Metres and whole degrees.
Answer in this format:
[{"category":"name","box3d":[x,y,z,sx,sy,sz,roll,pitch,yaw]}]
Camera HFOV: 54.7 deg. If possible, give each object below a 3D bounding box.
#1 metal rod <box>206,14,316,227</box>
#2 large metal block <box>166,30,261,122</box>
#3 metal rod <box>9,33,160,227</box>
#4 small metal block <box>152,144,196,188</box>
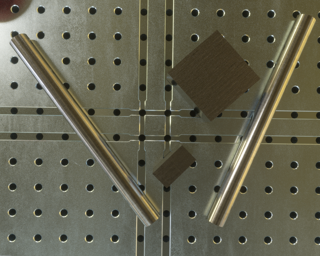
[{"category":"metal rod","box3d":[0.135,-0.010,0.415,0.025,0.025,0.299,24,90,-1]},{"category":"large metal block","box3d":[0.066,-0.064,0.402,0.080,0.050,0.080,-41,91,0]},{"category":"metal rod","box3d":[-0.099,0.003,0.412,0.025,0.025,0.299,-36,90,0]},{"category":"small metal block","box3d":[0.017,0.047,0.401,0.050,0.050,0.025,-44,91,0]}]
